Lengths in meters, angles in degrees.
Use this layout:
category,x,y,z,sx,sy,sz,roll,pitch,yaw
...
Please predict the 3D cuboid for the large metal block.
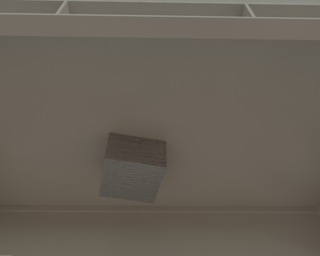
category,x,y,z,sx,sy,sz,roll,pitch,yaw
large metal block,-0.039,0.058,0.441,0.080,0.050,0.079,9,130,-8
